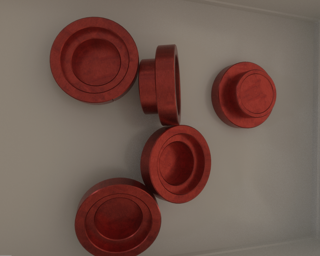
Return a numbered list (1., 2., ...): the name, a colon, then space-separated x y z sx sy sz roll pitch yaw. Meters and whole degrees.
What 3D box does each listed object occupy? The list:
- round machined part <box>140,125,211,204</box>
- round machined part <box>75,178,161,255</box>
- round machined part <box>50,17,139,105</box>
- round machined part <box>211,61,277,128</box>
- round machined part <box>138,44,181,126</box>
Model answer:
1. round machined part: 0.016 0.045 0.401 0.099 0.042 0.097 1 88 -35
2. round machined part: -0.050 0.105 0.375 0.099 0.042 0.097 -2 104 -9
3. round machined part: -0.074 -0.075 0.365 0.099 0.042 0.097 0 88 -3
4. round machined part: 0.128 -0.048 0.451 0.099 0.042 0.097 0 90 -21
5. round machined part: 0.001 -0.051 0.380 0.042 0.098 0.097 -2 91 8
